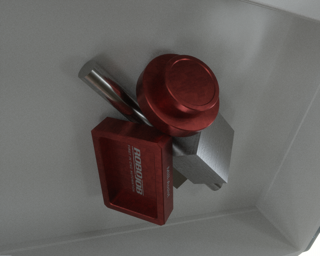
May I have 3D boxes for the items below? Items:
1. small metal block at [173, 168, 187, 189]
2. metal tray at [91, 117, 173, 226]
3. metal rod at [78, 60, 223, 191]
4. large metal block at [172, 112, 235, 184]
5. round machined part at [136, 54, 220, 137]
[{"bbox_3d":[0.008,0.050,0.427,0.025,0.050,0.050,-44,130,2],"label":"small metal block"},{"bbox_3d":[-0.031,0.056,0.385,0.030,0.090,0.129,-51,146,-50],"label":"metal tray"},{"bbox_3d":[0.008,0.016,0.422,0.025,0.025,0.300,-45,130,3],"label":"metal rod"},{"bbox_3d":[0.054,0.020,0.409,0.080,0.050,0.080,43,51,-39],"label":"large metal block"},{"bbox_3d":[0.027,-0.042,0.347,0.099,0.098,0.042,-2,160,-28],"label":"round machined part"}]
